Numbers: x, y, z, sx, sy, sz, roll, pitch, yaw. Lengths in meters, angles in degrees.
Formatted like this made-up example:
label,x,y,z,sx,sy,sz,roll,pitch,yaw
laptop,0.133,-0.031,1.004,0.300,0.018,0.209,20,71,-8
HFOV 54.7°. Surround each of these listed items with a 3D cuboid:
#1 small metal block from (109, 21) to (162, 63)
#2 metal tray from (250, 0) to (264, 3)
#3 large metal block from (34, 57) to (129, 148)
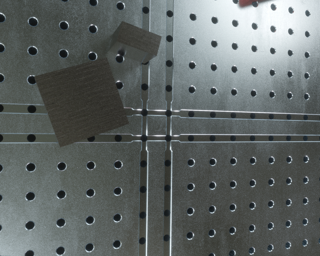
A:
label,x,y,z,sx,sy,sz,roll,pitch,yaw
small metal block,-0.032,-0.105,0.387,0.050,0.050,0.025,16,85,-19
metal tray,0.165,-0.267,0.470,0.091,0.030,0.129,-21,97,-19
large metal block,-0.092,-0.030,0.365,0.081,0.050,0.080,-20,97,-19
